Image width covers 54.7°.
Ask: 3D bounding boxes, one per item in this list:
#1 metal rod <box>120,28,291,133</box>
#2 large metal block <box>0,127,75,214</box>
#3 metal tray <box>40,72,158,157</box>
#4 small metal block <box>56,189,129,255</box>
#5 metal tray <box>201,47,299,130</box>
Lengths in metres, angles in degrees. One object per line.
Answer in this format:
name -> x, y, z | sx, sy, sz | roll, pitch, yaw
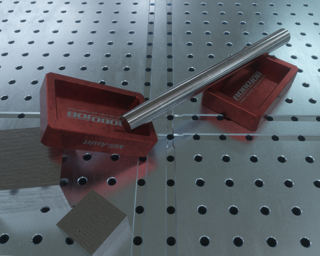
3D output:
metal rod -> 0.077, -0.075, 0.430 | 0.302, 0.025, 0.025 | -31, 57, -24
large metal block -> -0.145, 0.046, 0.352 | 0.081, 0.050, 0.080 | -5, 50, -4
metal tray -> -0.074, -0.014, 0.376 | 0.131, 0.030, 0.090 | 10, 43, -32
small metal block -> -0.069, 0.101, 0.322 | 0.050, 0.025, 0.050 | 30, 56, 23
metal tray -> 0.133, -0.064, 0.458 | 0.090, 0.030, 0.131 | 31, 57, 23
